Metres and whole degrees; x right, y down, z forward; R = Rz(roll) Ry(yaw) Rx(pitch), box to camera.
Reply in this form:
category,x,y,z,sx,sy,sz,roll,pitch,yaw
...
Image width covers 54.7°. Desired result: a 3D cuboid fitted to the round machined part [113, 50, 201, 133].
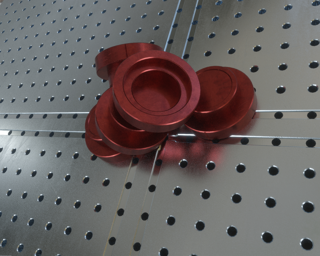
category,x,y,z,sx,sy,sz,roll,pitch,yaw
round machined part,-0.006,-0.039,0.361,0.099,0.042,0.098,4,65,-8

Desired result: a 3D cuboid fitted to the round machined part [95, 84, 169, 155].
category,x,y,z,sx,sy,sz,roll,pitch,yaw
round machined part,-0.032,-0.018,0.393,0.099,0.042,0.098,6,63,-11

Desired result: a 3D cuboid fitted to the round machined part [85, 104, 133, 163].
category,x,y,z,sx,sy,sz,roll,pitch,yaw
round machined part,-0.064,-0.005,0.432,0.098,0.042,0.098,-13,56,20

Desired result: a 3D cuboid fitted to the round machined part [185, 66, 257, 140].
category,x,y,z,sx,sy,sz,roll,pitch,yaw
round machined part,0.066,-0.038,0.385,0.098,0.042,0.098,-13,56,20

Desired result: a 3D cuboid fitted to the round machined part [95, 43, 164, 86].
category,x,y,z,sx,sy,sz,roll,pitch,yaw
round machined part,-0.039,-0.080,0.436,0.098,0.098,0.042,-12,83,21
